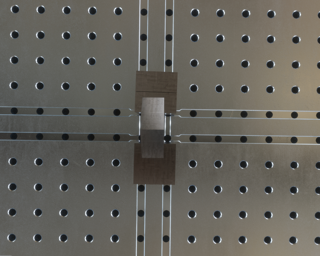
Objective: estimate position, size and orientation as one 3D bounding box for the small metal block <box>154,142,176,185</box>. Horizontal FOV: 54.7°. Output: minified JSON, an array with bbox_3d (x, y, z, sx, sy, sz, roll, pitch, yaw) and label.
[{"bbox_3d":[0.006,0.044,0.400,0.025,0.050,0.050,1,90,0],"label":"small metal block"}]

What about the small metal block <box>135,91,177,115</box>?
[{"bbox_3d":[-0.005,-0.031,0.400,0.050,0.050,0.025,2,90,-1],"label":"small metal block"}]

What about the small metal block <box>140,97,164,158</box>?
[{"bbox_3d":[-0.008,0.000,0.359,0.025,0.050,0.050,1,48,0],"label":"small metal block"}]

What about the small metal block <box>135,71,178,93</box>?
[{"bbox_3d":[-0.004,-0.056,0.400,0.050,0.050,0.025,2,90,-1],"label":"small metal block"}]

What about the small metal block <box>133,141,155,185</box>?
[{"bbox_3d":[-0.019,0.043,0.400,0.025,0.050,0.050,1,90,0],"label":"small metal block"}]
